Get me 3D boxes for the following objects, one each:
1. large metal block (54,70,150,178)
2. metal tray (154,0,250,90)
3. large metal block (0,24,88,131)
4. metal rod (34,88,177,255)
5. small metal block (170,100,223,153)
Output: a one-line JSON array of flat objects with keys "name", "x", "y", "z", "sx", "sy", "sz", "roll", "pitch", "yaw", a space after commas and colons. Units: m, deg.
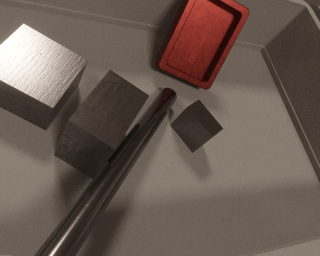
[{"name": "large metal block", "x": -0.064, "y": -0.003, "z": 0.338, "sx": 0.050, "sy": 0.080, "sz": 0.080, "roll": 34, "pitch": 51, "yaw": -7}, {"name": "metal tray", "x": 0.060, "y": -0.133, "z": 0.458, "sx": 0.091, "sy": 0.129, "sz": 0.030, "roll": 22, "pitch": 15, "yaw": -19}, {"name": "large metal block", "x": -0.141, "y": -0.057, "z": 0.349, "sx": 0.080, "sy": 0.050, "sz": 0.080, "roll": 30, "pitch": 52, "yaw": -10}, {"name": "metal rod", "x": -0.037, "y": 0.032, "z": 0.324, "sx": 0.025, "sy": 0.025, "sz": 0.301, "roll": 37, "pitch": 38, "yaw": -4}, {"name": "small metal block", "x": 0.048, "y": -0.002, "z": 0.418, "sx": 0.025, "sy": 0.050, "sz": 0.050, "roll": -32, "pitch": 80, "yaw": -38}]
